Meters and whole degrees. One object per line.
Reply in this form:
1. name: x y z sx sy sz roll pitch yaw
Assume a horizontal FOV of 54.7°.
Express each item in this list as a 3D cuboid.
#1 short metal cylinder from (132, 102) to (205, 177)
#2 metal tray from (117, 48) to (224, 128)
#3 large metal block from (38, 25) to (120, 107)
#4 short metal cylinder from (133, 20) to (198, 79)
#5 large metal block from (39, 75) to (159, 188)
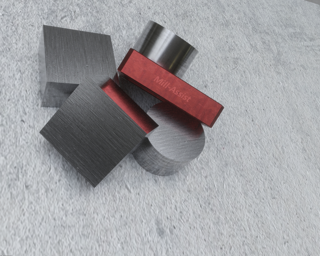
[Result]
1. short metal cylinder: 0.009 0.014 0.386 0.081 0.050 0.080 14 56 -21
2. metal tray: 0.010 -0.049 0.400 0.130 0.090 0.030 31 92 -8
3. large metal block: -0.101 -0.071 0.376 0.081 0.050 0.080 1 61 -28
4. short metal cylinder: 0.006 -0.106 0.432 0.080 0.050 0.080 31 11 -6
5. large metal block: -0.062 0.001 0.327 0.080 0.080 0.050 45 15 2
